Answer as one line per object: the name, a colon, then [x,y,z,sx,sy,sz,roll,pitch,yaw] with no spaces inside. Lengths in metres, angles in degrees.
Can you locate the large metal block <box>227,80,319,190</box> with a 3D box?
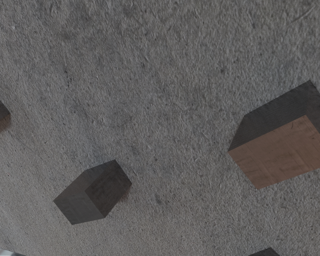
large metal block: [0.124,0.006,0.310,0.080,0.080,0.050,-33,100,38]

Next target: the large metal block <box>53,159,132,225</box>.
large metal block: [-0.105,0.101,0.489,0.080,0.080,0.050,-22,106,36]

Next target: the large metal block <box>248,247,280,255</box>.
large metal block: [0.156,0.232,0.452,0.080,0.050,0.080,44,129,-2]

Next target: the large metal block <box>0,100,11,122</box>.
large metal block: [-0.325,-0.033,0.542,0.080,0.050,0.080,-25,105,36]
